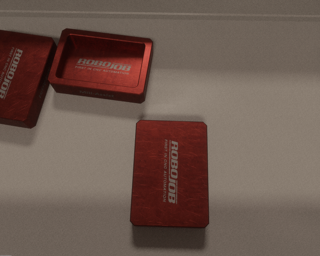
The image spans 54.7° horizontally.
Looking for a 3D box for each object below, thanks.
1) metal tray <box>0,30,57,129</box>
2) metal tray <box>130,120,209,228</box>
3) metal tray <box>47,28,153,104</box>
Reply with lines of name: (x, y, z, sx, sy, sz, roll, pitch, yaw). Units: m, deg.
metal tray: (-0.204, -0.070, 0.430, 0.091, 0.030, 0.130, 9, 70, 3)
metal tray: (0.013, 0.056, 0.387, 0.091, 0.030, 0.130, 2, 70, 0)
metal tray: (-0.080, -0.088, 0.438, 0.131, 0.030, 0.090, 8, 70, 2)
